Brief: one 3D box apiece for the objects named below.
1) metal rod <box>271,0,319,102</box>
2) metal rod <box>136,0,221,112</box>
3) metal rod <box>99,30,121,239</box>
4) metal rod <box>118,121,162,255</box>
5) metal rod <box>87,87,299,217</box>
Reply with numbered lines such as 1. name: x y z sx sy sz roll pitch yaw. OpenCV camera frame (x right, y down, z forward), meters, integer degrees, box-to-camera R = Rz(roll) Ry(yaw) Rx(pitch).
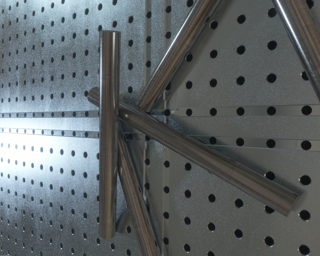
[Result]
1. metal rod: 0.132 -0.085 0.282 0.025 0.025 0.299 -28 78 36
2. metal rod: 0.052 -0.143 0.364 0.025 0.025 0.298 48 118 29
3. metal rod: -0.070 0.024 0.420 0.025 0.025 0.298 22 118 37
4. metal rod: -0.039 0.088 0.439 0.025 0.025 0.299 -30 72 36
5. metal rod: 0.017 0.014 0.378 0.300 0.025 0.025 29 108 31
